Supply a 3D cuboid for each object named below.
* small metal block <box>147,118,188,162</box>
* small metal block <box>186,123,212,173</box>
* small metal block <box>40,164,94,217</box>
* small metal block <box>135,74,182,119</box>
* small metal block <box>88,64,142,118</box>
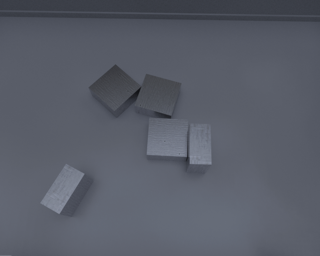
[{"bbox_3d":[0.010,0.015,0.404,0.050,0.025,0.050,3,70,0],"label":"small metal block"},{"bbox_3d":[0.047,0.027,0.387,0.025,0.050,0.050,2,70,0],"label":"small metal block"},{"bbox_3d":[-0.108,0.075,0.368,0.025,0.050,0.050,27,72,9],"label":"small metal block"},{"bbox_3d":[-0.002,-0.041,0.425,0.050,0.025,0.050,16,71,5],"label":"small metal block"},{"bbox_3d":[-0.061,-0.051,0.428,0.050,0.025,0.050,42,75,13],"label":"small metal block"}]
